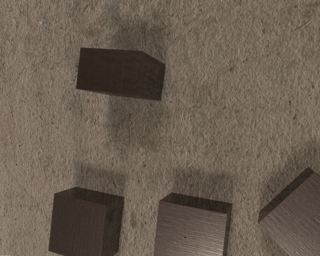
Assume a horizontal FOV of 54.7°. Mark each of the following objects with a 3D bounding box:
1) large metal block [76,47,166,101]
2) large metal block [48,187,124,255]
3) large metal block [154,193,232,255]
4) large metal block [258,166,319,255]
[{"bbox_3d":[-0.047,-0.066,0.395,0.080,0.080,0.050,8,93,19],"label":"large metal block"},{"bbox_3d":[-0.101,0.133,0.430,0.080,0.050,0.079,7,93,19],"label":"large metal block"},{"bbox_3d":[0.041,0.131,0.381,0.080,0.050,0.079,6,92,19],"label":"large metal block"},{"bbox_3d":[0.167,0.101,0.337,0.080,0.050,0.080,45,104,14],"label":"large metal block"}]
